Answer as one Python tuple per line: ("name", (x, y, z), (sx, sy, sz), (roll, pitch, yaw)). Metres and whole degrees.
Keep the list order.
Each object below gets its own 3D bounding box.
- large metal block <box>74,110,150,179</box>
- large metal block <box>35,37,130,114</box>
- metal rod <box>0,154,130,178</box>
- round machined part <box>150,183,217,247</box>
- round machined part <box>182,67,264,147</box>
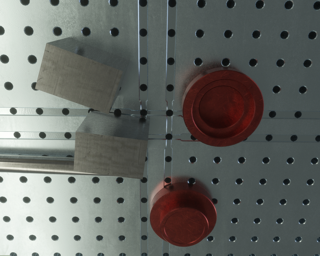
("large metal block", (-0.057, 0.018, 0.390), (0.081, 0.080, 0.050), (7, 110, -3))
("large metal block", (-0.085, -0.064, 0.360), (0.080, 0.080, 0.050), (19, 109, -7))
("metal rod", (-0.178, 0.051, 0.430), (0.302, 0.025, 0.025), (3, 110, -2))
("round machined part", (0.034, 0.133, 0.454), (0.099, 0.042, 0.097), (0, 110, 0))
("round machined part", (0.077, -0.029, 0.394), (0.099, 0.042, 0.097), (0, 110, 0))
